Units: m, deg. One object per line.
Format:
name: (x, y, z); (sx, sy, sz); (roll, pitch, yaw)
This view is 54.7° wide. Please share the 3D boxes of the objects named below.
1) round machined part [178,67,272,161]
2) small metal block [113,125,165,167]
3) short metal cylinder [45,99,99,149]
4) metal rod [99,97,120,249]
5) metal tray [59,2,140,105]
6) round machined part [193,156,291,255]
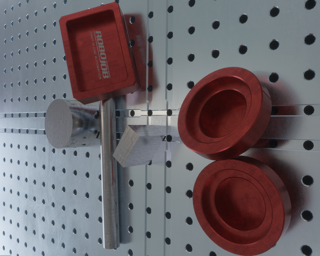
round machined part: (0.070, -0.011, 0.325); (0.098, 0.042, 0.098); (-24, 50, 33)
small metal block: (-0.028, 0.023, 0.417); (0.025, 0.050, 0.050); (42, 116, 32)
short metal cylinder: (-0.147, -0.007, 0.515); (0.080, 0.050, 0.080); (0, 90, 40)
metal rod: (-0.078, 0.030, 0.474); (0.025, 0.025, 0.298); (-4, 88, 40)
metal tray: (-0.088, -0.108, 0.449); (0.090, 0.030, 0.129); (-14, 79, 4)
round machined part: (0.087, 0.077, 0.324); (0.098, 0.042, 0.097); (4, 97, 38)
